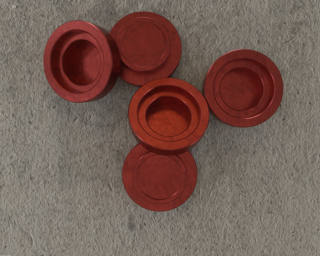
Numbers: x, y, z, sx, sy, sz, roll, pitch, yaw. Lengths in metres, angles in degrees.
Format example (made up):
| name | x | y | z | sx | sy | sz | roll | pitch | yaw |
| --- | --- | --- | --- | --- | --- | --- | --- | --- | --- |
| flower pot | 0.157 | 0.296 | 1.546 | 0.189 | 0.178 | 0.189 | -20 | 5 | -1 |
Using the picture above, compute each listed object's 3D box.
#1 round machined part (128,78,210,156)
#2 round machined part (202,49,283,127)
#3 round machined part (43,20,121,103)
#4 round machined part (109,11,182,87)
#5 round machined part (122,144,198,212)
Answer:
| name | x | y | z | sx | sy | sz | roll | pitch | yaw |
| --- | --- | --- | --- | --- | --- | --- | --- | --- | --- |
| round machined part | 0.010 | -0.011 | 0.392 | 0.099 | 0.042 | 0.098 | 1 | 67 | -3 |
| round machined part | 0.104 | -0.050 | 0.404 | 0.099 | 0.042 | 0.097 | 0 | 90 | -1 |
| round machined part | -0.093 | -0.082 | 0.391 | 0.098 | 0.042 | 0.097 | 3 | 98 | 20 |
| round machined part | -0.021 | -0.104 | 0.402 | 0.099 | 0.042 | 0.097 | 0 | 90 | -1 |
| round machined part | 0.000 | 0.060 | 0.402 | 0.099 | 0.042 | 0.097 | 0 | 90 | -1 |
